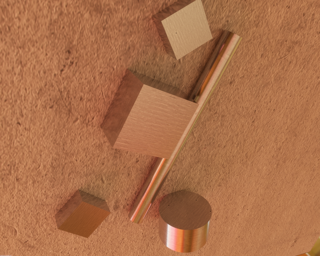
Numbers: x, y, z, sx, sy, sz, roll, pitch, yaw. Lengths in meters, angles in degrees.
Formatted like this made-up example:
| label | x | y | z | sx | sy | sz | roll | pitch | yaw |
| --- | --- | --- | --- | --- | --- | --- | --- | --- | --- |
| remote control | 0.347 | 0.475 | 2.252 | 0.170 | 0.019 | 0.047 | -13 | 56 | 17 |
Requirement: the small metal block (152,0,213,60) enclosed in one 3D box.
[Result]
| label | x | y | z | sx | sy | sz | roll | pitch | yaw |
| --- | --- | --- | --- | --- | --- | --- | --- | --- | --- |
| small metal block | 0.026 | -0.114 | 0.352 | 0.050 | 0.025 | 0.050 | -33 | 129 | -7 |

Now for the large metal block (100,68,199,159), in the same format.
| label | x | y | z | sx | sy | sz | roll | pitch | yaw |
| --- | --- | --- | --- | --- | --- | --- | --- | --- | --- |
| large metal block | -0.014 | -0.015 | 0.375 | 0.081 | 0.050 | 0.080 | 16 | 110 | -35 |

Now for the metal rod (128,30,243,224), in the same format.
| label | x | y | z | sx | sy | sz | roll | pitch | yaw |
| --- | --- | --- | --- | --- | --- | --- | --- | --- | --- |
| metal rod | 0.027 | 0.010 | 0.429 | 0.025 | 0.025 | 0.298 | 15 | 111 | -35 |

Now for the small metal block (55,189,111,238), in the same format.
| label | x | y | z | sx | sy | sz | roll | pitch | yaw |
| --- | --- | --- | --- | --- | --- | --- | --- | --- | --- |
| small metal block | -0.105 | 0.118 | 0.423 | 0.050 | 0.025 | 0.050 | -48 | 129 | 5 |

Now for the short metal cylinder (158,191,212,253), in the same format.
| label | x | y | z | sx | sy | sz | roll | pitch | yaw |
| --- | --- | --- | --- | --- | --- | --- | --- | --- | --- |
| short metal cylinder | 0.038 | 0.144 | 0.484 | 0.081 | 0.080 | 0.050 | -13 | 124 | -22 |
